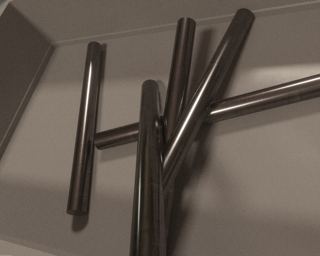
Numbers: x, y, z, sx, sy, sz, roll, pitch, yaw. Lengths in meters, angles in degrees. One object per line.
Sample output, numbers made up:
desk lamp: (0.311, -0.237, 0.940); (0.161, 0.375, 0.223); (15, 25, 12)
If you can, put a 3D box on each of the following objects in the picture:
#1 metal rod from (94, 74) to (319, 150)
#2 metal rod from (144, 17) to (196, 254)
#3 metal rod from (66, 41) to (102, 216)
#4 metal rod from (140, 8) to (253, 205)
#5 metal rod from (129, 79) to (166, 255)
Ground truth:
metal rod: (0.051, -0.016, 0.387); (0.301, 0.025, 0.025); (-14, 56, 19)
metal rod: (0.014, 0.002, 0.367); (0.025, 0.025, 0.299); (-1, 70, 27)
metal rod: (-0.111, -0.019, 0.473); (0.025, 0.025, 0.299); (-15, 55, 19)
metal rod: (0.055, -0.043, 0.372); (0.025, 0.025, 0.300); (10, 57, 32)
metal rod: (-0.011, 0.019, 0.322); (0.025, 0.025, 0.300); (-24, 29, 13)
